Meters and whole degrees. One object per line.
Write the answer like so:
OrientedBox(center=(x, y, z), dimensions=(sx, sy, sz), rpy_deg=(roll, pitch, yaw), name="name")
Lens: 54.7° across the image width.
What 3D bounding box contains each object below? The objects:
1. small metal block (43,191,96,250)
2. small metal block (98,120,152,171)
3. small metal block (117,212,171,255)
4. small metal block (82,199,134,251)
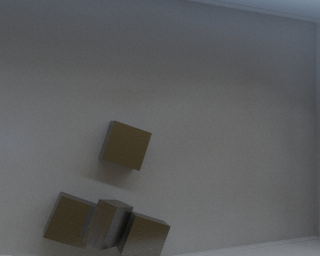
OrientedBox(center=(-0.105, 0.110, 0.372), dimensions=(0.050, 0.025, 0.050), rpy_deg=(25, 82, -18), name="small metal block")
OrientedBox(center=(-0.044, 0.022, 0.394), dimensions=(0.050, 0.025, 0.050), rpy_deg=(20, 83, -19), name="small metal block")
OrientedBox(center=(-0.021, 0.142, 0.403), dimensions=(0.050, 0.025, 0.050), rpy_deg=(23, 82, -19), name="small metal block")
OrientedBox(center=(-0.061, 0.115, 0.373), dimensions=(0.025, 0.050, 0.050), rpy_deg=(18, 82, 20), name="small metal block")
